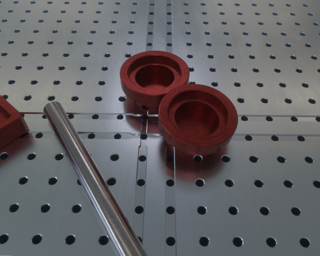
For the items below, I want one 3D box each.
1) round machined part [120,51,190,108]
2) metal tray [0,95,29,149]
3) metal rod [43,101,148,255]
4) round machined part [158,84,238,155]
[{"bbox_3d":[-0.007,-0.067,0.453,0.099,0.042,0.098,0,50,0],"label":"round machined part"},{"bbox_3d":[-0.254,-0.015,0.414,0.130,0.030,0.090,35,58,25],"label":"metal tray"},{"bbox_3d":[-0.069,0.071,0.347,0.025,0.025,0.300,-25,55,-20],"label":"metal rod"},{"bbox_3d":[0.046,-0.007,0.398,0.099,0.042,0.098,3,55,-4],"label":"round machined part"}]
